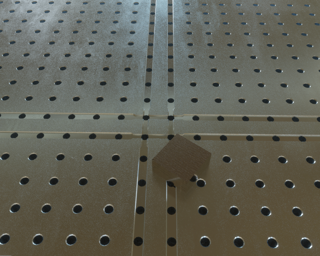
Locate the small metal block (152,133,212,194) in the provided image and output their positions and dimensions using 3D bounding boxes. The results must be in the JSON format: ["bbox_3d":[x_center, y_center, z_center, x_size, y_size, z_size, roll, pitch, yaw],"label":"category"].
[{"bbox_3d":[0.026,0.041,0.373,0.050,0.025,0.050,31,56,23],"label":"small metal block"}]
